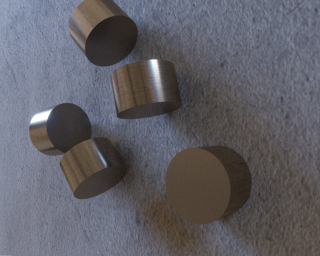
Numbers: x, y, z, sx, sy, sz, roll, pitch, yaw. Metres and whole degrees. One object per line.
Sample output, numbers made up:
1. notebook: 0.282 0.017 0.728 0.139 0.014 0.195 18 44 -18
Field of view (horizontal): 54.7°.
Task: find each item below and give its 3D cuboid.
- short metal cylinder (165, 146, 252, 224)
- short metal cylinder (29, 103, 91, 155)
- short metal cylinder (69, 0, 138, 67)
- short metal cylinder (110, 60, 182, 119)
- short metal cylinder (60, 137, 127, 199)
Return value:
1. short metal cylinder: 0.053 0.060 0.343 0.080 0.050 0.079 0 90 39
2. short metal cylinder: -0.159 0.003 0.497 0.050 0.081 0.080 -9 84 39
3. short metal cylinder: -0.078 -0.133 0.431 0.050 0.081 0.080 51 120 27
4. short metal cylinder: -0.017 -0.045 0.381 0.080 0.081 0.050 -17 79 38
5. short metal cylinder: -0.095 0.058 0.445 0.080 0.081 0.050 -49 61 28
